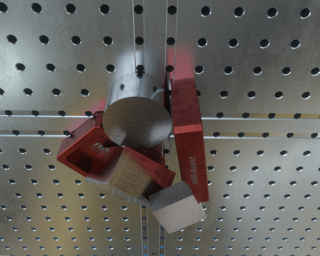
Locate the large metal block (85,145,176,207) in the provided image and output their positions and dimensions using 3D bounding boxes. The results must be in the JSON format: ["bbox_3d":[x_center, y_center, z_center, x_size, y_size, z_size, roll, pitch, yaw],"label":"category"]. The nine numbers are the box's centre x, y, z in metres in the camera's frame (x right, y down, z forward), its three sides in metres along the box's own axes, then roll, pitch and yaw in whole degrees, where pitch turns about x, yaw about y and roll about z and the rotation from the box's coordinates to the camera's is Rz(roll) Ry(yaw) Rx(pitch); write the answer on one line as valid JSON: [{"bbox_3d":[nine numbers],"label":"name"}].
[{"bbox_3d":[-0.040,0.065,0.409,0.080,0.050,0.080,32,159,-25],"label":"large metal block"}]

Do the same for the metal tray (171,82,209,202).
[{"bbox_3d":[0.038,0.020,0.387,0.030,0.090,0.129,-7,130,6],"label":"metal tray"}]

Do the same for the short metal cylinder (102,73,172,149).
[{"bbox_3d":[-0.027,-0.020,0.378,0.081,0.050,0.079,0,130,0],"label":"short metal cylinder"}]

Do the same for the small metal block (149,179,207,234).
[{"bbox_3d":[0.021,0.094,0.368,0.050,0.025,0.050,-25,127,6],"label":"small metal block"}]

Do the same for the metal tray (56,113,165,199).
[{"bbox_3d":[-0.067,0.045,0.445,0.090,0.030,0.130,-36,122,26],"label":"metal tray"}]
